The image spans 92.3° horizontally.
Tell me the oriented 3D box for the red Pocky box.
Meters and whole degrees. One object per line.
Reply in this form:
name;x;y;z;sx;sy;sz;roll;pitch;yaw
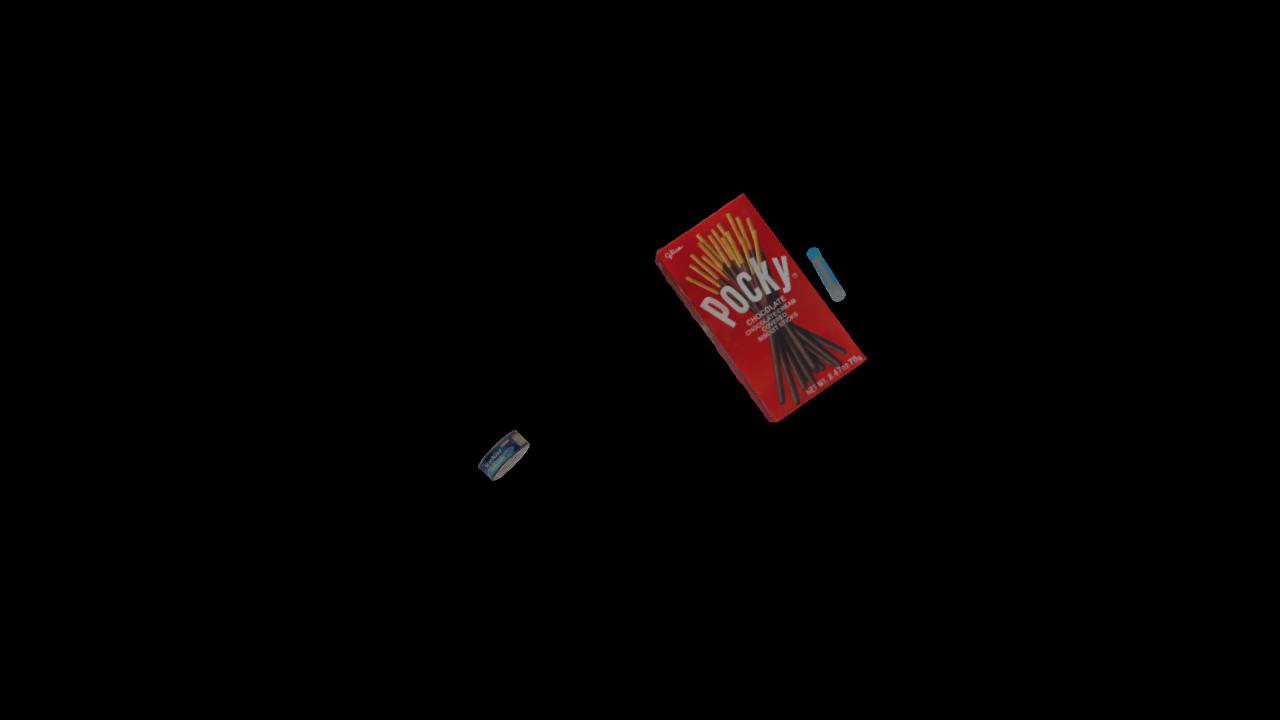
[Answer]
red Pocky box;0.086;-0.038;0.455;0.083;0.155;0.028;-35;-5;-3

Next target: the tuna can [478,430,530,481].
tuna can;-0.217;0.154;0.984;0.034;0.084;0.084;43;6;7

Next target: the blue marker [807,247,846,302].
blue marker;0.252;-0.120;0.841;0.020;0.020;0.121;0;39;-5
